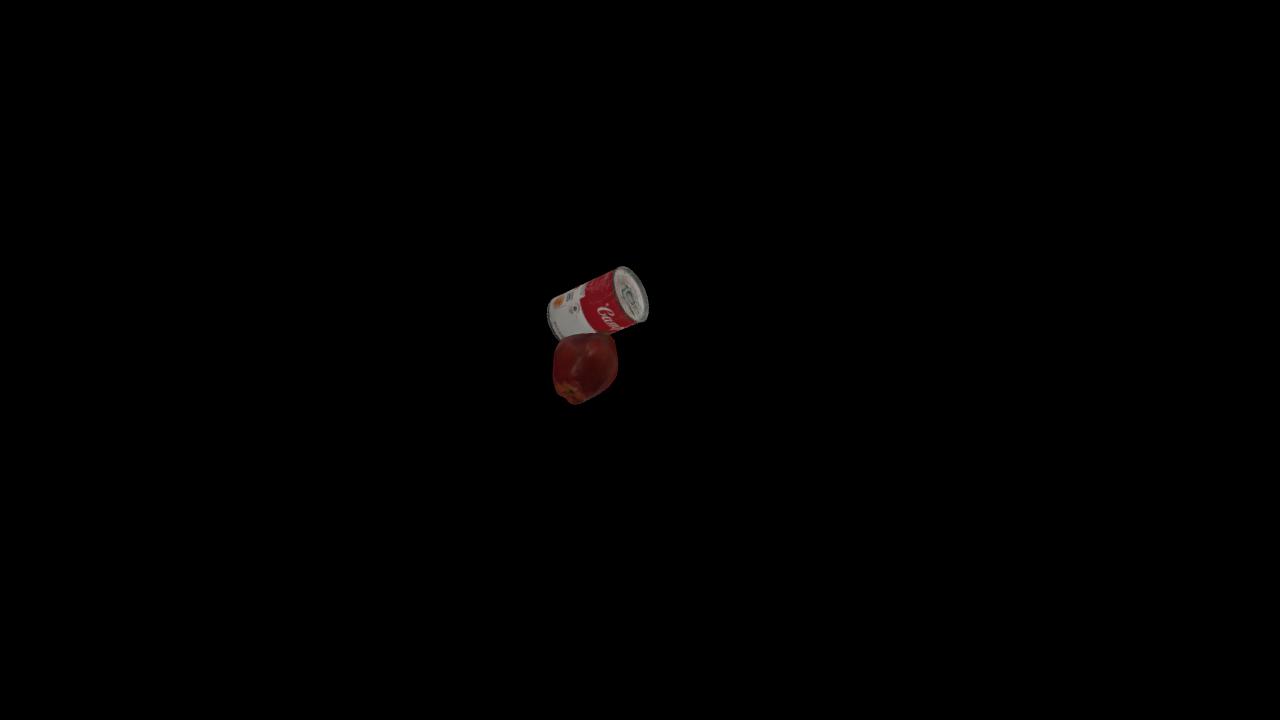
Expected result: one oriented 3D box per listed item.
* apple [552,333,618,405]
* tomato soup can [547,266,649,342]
[{"bbox_3d":[-0.063,0.004,0.714,0.079,0.079,0.093,0,42,31],"label":"apple"},{"bbox_3d":[-0.050,-0.059,0.711,0.101,0.068,0.068,-19,-10,29],"label":"tomato soup can"}]
